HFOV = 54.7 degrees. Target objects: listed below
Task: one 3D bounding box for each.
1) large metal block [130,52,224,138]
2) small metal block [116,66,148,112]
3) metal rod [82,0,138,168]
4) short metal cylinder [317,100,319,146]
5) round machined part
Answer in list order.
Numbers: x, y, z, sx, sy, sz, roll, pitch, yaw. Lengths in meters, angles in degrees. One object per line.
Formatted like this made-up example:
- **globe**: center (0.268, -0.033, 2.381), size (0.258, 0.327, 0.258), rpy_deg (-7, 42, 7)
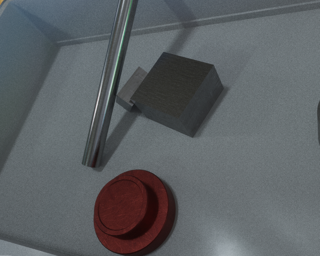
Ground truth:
- **large metal block**: center (0.023, -0.045, 0.404), size (0.080, 0.050, 0.080), rpy_deg (24, 75, 35)
- **small metal block**: center (-0.037, -0.053, 0.438), size (0.025, 0.050, 0.050), rpy_deg (36, 79, -4)
- **metal rod**: center (-0.060, -0.094, 0.413), size (0.025, 0.025, 0.298), rpy_deg (17, 96, 34)
- **short metal cylinder**: center (0.193, -0.003, 0.291), size (0.080, 0.050, 0.080), rpy_deg (-13, 56, 20)
- **round machined part**: center (-0.036, 0.093, 0.355), size (0.098, 0.042, 0.098), rpy_deg (-13, 56, 20)
